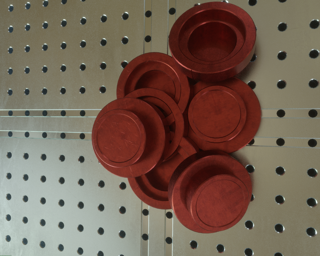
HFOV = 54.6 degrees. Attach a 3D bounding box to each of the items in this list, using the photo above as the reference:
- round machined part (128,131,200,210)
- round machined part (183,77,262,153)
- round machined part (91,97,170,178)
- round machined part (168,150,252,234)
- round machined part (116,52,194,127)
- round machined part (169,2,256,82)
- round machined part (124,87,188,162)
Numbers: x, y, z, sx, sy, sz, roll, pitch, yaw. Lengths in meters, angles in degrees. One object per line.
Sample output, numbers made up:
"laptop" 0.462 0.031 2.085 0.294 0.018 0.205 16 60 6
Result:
"round machined part" 0.010 0.051 0.400 0.098 0.042 0.097 0 90 20
"round machined part" 0.072 -0.016 0.378 0.098 0.042 0.097 0 90 20
"round machined part" -0.041 0.012 0.373 0.098 0.042 0.097 0 90 20
"round machined part" 0.062 0.078 0.356 0.099 0.042 0.097 -3 103 -12
"round machined part" -0.004 -0.046 0.405 0.098 0.042 0.097 0 90 20
"round machined part" 0.062 -0.097 0.370 0.098 0.042 0.098 -4 68 11
"round machined part" -0.010 -0.002 0.407 0.098 0.042 0.097 0 90 20
